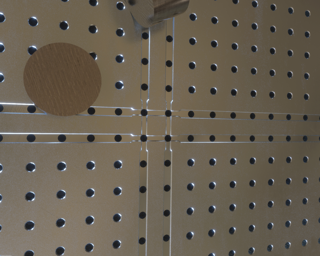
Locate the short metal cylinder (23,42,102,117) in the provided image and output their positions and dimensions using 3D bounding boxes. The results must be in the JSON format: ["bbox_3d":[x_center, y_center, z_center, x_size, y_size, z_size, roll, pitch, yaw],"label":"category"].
[{"bbox_3d":[-0.112,-0.053,0.358,0.081,0.050,0.079,0,90,-20],"label":"short metal cylinder"}]

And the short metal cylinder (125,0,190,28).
[{"bbox_3d":[-0.007,-0.171,0.380,0.050,0.080,0.080,-28,100,-18],"label":"short metal cylinder"}]
